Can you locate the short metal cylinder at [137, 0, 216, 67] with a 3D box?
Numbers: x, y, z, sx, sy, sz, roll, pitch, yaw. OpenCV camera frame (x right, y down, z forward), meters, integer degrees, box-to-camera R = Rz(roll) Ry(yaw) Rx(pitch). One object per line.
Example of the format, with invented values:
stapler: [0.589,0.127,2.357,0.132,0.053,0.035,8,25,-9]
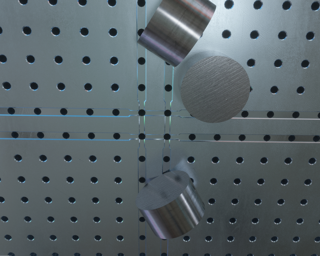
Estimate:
short metal cylinder: [0.017,-0.115,0.342,0.050,0.080,0.080,32,107,-11]

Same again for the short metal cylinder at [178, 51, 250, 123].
short metal cylinder: [0.064,-0.052,0.382,0.081,0.050,0.079,0,110,-1]

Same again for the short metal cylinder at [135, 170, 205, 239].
short metal cylinder: [0.014,0.103,0.422,0.080,0.080,0.050,-25,108,8]
